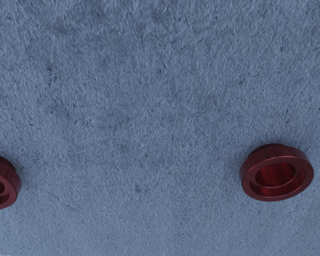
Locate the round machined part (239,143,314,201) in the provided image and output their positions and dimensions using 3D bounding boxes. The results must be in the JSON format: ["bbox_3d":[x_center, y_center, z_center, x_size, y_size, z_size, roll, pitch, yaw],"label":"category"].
[{"bbox_3d":[0.164,0.060,0.449,0.099,0.042,0.097,0,130,0],"label":"round machined part"}]

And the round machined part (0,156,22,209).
[{"bbox_3d":[-0.255,0.075,0.457,0.099,0.042,0.097,0,130,0],"label":"round machined part"}]
